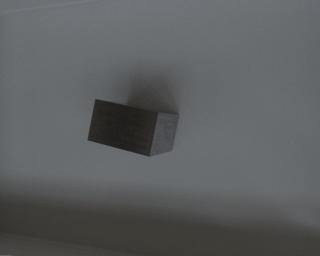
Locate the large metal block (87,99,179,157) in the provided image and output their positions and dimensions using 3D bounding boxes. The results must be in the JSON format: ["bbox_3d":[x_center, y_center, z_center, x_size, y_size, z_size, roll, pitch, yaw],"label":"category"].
[{"bbox_3d":[-0.030,-0.001,0.388,0.080,0.080,0.050,13,95,19],"label":"large metal block"}]
